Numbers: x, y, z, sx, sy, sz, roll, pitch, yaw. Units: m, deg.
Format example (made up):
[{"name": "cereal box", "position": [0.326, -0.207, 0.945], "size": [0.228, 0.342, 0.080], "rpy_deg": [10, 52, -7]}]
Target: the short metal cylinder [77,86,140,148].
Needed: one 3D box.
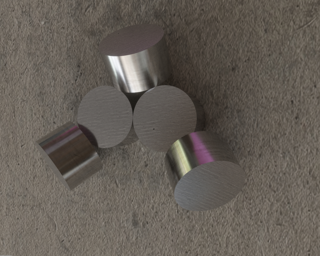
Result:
[{"name": "short metal cylinder", "position": [-0.063, -0.014, 0.419], "size": [0.080, 0.050, 0.080], "rpy_deg": [0, 90, 20]}]

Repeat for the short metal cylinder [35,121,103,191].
[{"name": "short metal cylinder", "position": [-0.123, 0.038, 0.418], "size": [0.050, 0.080, 0.080], "rpy_deg": [-36, 75, -24]}]

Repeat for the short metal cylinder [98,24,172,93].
[{"name": "short metal cylinder", "position": [-0.029, -0.088, 0.385], "size": [0.080, 0.080, 0.050], "rpy_deg": [2, 133, 20]}]

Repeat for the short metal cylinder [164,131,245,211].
[{"name": "short metal cylinder", "position": [0.050, 0.050, 0.357], "size": [0.080, 0.080, 0.050], "rpy_deg": [-39, 36, 16]}]

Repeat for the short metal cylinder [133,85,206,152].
[{"name": "short metal cylinder", "position": [0.013, -0.011, 0.392], "size": [0.080, 0.050, 0.080], "rpy_deg": [0, 90, 20]}]
